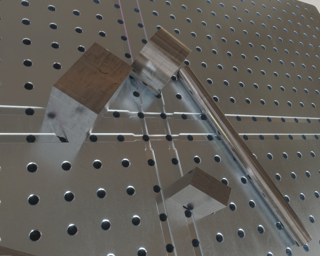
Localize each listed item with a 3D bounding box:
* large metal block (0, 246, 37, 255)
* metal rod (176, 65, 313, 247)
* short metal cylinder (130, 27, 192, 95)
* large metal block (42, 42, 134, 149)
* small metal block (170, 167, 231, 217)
[{"bbox_3d":[-0.111,0.147,0.243,0.080,0.050,0.080,23,53,-15],"label":"large metal block"},{"bbox_3d":[0.116,0.032,0.453,0.025,0.025,0.299,-24,75,-37],"label":"metal rod"},{"bbox_3d":[0.000,-0.092,0.431,0.050,0.080,0.080,38,51,-3],"label":"short metal cylinder"},{"bbox_3d":[-0.082,-0.035,0.351,0.050,0.080,0.080,34,51,-7],"label":"large metal block"},{"bbox_3d":[0.048,0.078,0.372,0.050,0.050,0.025,32,51,-8],"label":"small metal block"}]
